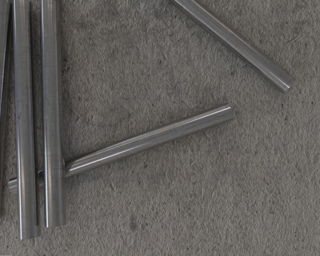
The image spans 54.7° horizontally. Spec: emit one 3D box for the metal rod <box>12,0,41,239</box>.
[{"bbox_3d":[-0.169,-0.016,0.392,0.025,0.025,0.298,-5,83,0],"label":"metal rod"}]

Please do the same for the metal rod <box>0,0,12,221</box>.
[{"bbox_3d":[-0.216,-0.025,0.408,0.025,0.025,0.298,4,90,0],"label":"metal rod"}]

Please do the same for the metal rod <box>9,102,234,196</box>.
[{"bbox_3d":[-0.050,0.028,0.409,0.301,0.025,0.025,-19,90,0],"label":"metal rod"}]

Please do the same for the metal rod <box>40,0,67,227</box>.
[{"bbox_3d":[-0.136,-0.030,0.392,0.025,0.025,0.298,-4,84,0],"label":"metal rod"}]

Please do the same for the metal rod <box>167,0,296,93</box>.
[{"bbox_3d":[0.053,-0.150,0.410,0.300,0.025,0.025,39,90,0],"label":"metal rod"}]
